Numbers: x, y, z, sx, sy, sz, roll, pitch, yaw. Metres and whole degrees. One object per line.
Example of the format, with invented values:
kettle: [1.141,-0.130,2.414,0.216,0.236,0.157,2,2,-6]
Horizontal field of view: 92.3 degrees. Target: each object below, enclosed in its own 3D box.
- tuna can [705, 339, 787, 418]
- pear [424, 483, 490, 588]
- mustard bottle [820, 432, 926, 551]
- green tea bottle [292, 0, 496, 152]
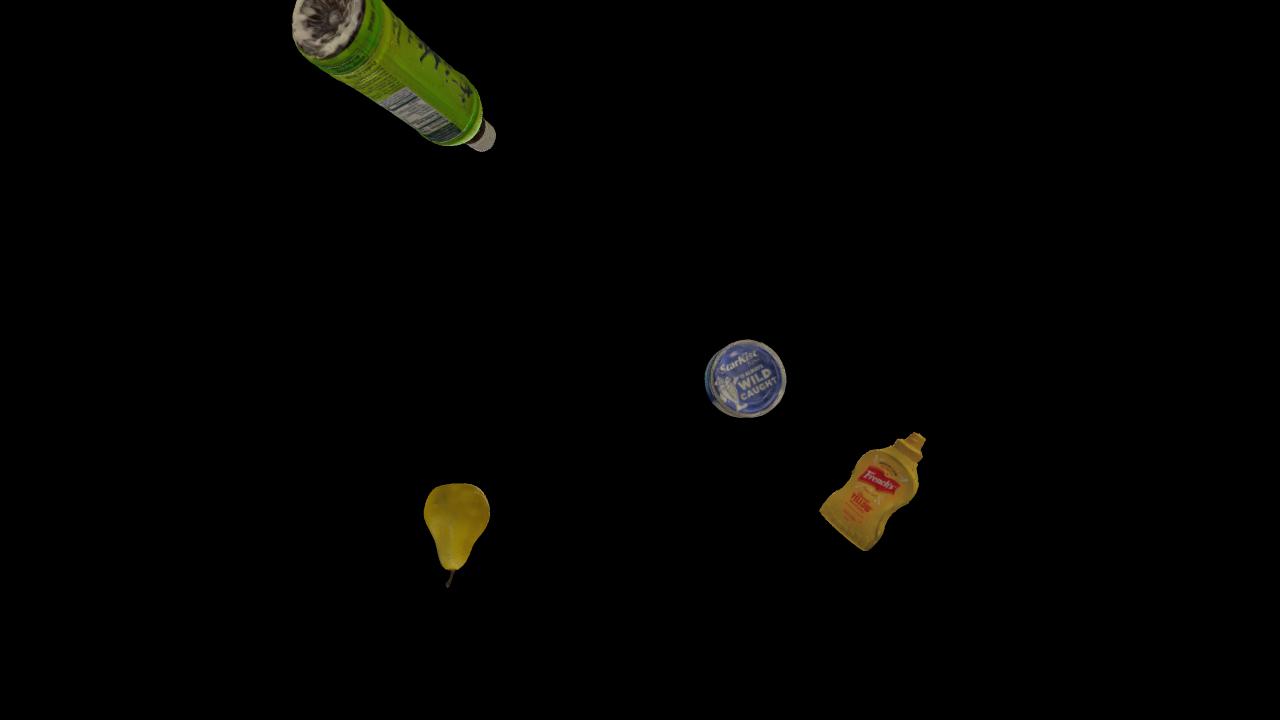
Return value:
tuna can: [0.114,0.021,0.671,0.084,0.084,0.034,0,-7,-8]
pear: [-0.207,0.197,0.696,0.080,0.111,0.080,-4,-17,-1]
mustard bottle: [0.354,0.182,0.902,0.054,0.184,0.092,23,15,-47]
green tea bottle: [-0.194,-0.238,0.537,0.073,0.073,0.212,0,-6,16]
